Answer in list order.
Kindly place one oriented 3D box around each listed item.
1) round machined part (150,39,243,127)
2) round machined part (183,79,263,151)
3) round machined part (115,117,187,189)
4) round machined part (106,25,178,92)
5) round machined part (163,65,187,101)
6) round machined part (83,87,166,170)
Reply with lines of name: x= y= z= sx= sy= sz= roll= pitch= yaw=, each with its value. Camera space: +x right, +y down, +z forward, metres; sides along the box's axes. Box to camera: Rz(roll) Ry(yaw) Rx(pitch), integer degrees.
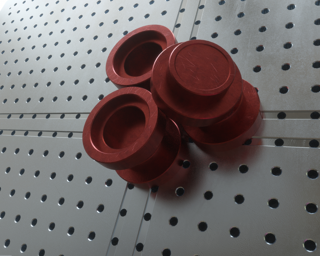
round machined part: x=0.040 y=-0.054 z=0.328 sx=0.099 sy=0.042 sz=0.098 roll=3 pitch=65 yaw=-6
round machined part: x=0.071 y=-0.024 z=0.376 sx=0.098 sy=0.042 sz=0.098 roll=-13 pitch=56 yaw=21
round machined part: x=-0.019 y=0.024 z=0.395 sx=0.098 sy=0.042 sz=0.098 roll=-13 pitch=56 yaw=21
round machined part: x=-0.018 y=-0.083 z=0.404 sx=0.098 sy=0.042 sz=0.098 roll=-13 pitch=56 yaw=21
round machined part: x=0.002 y=-0.063 z=0.437 sx=0.098 sy=0.042 sz=0.098 roll=-13 pitch=56 yaw=21
round machined part: x=-0.037 y=0.004 z=0.361 sx=0.098 sy=0.042 sz=0.098 roll=-13 pitch=56 yaw=21
